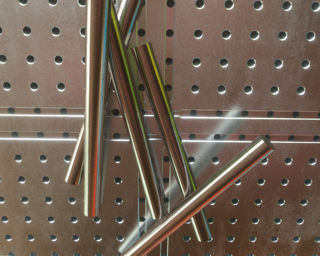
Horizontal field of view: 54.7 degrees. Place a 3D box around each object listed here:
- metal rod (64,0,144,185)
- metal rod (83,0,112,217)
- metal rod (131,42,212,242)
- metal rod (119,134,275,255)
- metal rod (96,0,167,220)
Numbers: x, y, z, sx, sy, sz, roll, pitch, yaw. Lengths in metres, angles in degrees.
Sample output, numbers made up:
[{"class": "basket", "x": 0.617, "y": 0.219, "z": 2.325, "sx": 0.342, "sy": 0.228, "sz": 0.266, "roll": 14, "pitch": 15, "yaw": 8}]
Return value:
[{"class": "metal rod", "x": -0.069, "y": -0.057, "z": 0.391, "sx": 0.025, "sy": 0.025, "sz": 0.298, "roll": 20, "pitch": 109, "yaw": -8}, {"class": "metal rod", "x": -0.080, "y": -0.003, "z": 0.379, "sx": 0.025, "sy": 0.025, "sz": 0.298, "roll": 7, "pitch": 122, "yaw": -3}, {"class": "metal rod", "x": 0.022, "y": 0.032, "z": 0.425, "sx": 0.025, "sy": 0.025, "sz": 0.298, "roll": -17, "pitch": 110, "yaw": 6}, {"class": "metal rod", "x": 0.035, "y": 0.116, "z": 0.430, "sx": 0.025, "sy": 0.025, "sz": 0.299, "roll": 37, "pitch": 115, "yaw": -13}, {"class": "metal rod", "x": -0.032, "y": -0.003, "z": 0.395, "sx": 0.025, "sy": 0.025, "sz": 0.298, "roll": -11, "pitch": 116, "yaw": 4}]
